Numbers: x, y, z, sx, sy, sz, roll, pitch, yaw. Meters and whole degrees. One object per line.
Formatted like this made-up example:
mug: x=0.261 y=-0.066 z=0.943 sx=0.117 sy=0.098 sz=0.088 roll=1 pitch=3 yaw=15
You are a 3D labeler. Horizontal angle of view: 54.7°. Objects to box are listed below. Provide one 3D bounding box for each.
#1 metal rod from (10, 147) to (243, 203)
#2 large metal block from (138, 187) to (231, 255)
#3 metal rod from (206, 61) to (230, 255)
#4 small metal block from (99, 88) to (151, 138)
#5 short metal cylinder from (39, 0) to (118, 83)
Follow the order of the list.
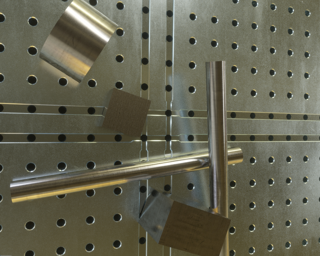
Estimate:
metal rod: x=-0.026 y=0.056 z=0.402 sx=0.303 sy=0.025 sz=0.025 roll=-7 pitch=93 yaw=-20
large metal block: x=0.028 y=0.119 z=0.394 sx=0.080 sy=0.080 sz=0.050 roll=23 pitch=83 yaw=-19
metal rod: x=0.079 y=0.062 z=0.416 sx=0.025 sy=0.025 sz=0.298 roll=-8 pitch=102 yaw=-20
small metal block: x=-0.045 y=-0.018 z=0.396 sx=0.050 sy=0.025 sz=0.050 roll=18 pitch=84 yaw=-19
short metal cylinder: x=-0.091 y=-0.098 z=0.350 sx=0.050 sy=0.080 sz=0.080 roll=33 pitch=79 yaw=-17
